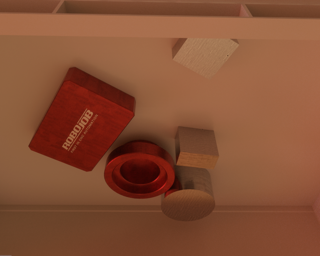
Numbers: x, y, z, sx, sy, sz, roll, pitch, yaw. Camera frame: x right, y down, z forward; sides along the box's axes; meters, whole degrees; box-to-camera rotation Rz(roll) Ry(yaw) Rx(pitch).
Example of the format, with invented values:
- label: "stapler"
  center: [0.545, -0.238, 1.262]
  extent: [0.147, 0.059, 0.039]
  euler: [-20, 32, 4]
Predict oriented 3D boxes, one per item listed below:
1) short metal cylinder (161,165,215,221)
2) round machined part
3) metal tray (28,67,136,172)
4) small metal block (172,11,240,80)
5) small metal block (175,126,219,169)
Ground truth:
- label: "short metal cylinder"
  center: [0.042, 0.100, 0.479]
  extent: [0.081, 0.050, 0.079]
  euler: [0, 130, 0]
- label: "round machined part"
  center: [-0.028, 0.055, 0.445]
  extent: [0.099, 0.042, 0.097]
  euler: [-1, 130, 0]
- label: "metal tray"
  center: [-0.102, -0.005, 0.400]
  extent: [0.090, 0.030, 0.129]
  euler: [26, 125, -21]
- label: "small metal block"
  center: [0.048, -0.088, 0.335]
  extent: [0.050, 0.025, 0.050]
  euler: [24, 126, -20]
- label: "small metal block"
  center: [0.048, 0.026, 0.416]
  extent: [0.050, 0.050, 0.025]
  euler: [7, 130, -7]
